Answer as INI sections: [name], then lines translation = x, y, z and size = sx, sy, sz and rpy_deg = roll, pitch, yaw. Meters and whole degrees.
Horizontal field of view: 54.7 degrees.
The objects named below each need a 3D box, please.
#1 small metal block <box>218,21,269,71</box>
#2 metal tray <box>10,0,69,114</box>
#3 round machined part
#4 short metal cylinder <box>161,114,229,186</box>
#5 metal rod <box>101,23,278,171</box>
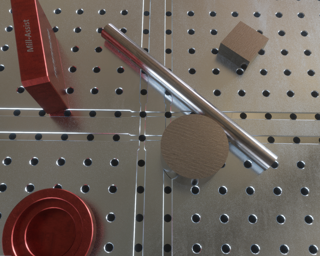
[small metal block]
translation = 0.123, -0.122, 0.458
size = 0.050, 0.025, 0.050
rpy_deg = 38, 74, 12
[metal tray]
translation = -0.157, -0.095, 0.409
size = 0.030, 0.090, 0.130
rpy_deg = -14, 71, -6
[round machined part]
translation = -0.123, 0.121, 0.357
size = 0.099, 0.042, 0.098
rpy_deg = 0, 70, -1
[short metal cylinder]
translation = 0.041, 0.029, 0.389
size = 0.081, 0.050, 0.080
rpy_deg = 0, 70, 0
[metal rod]
translation = 0.032, -0.050, 0.430
size = 0.300, 0.025, 0.025
rpy_deg = 41, 75, 13
